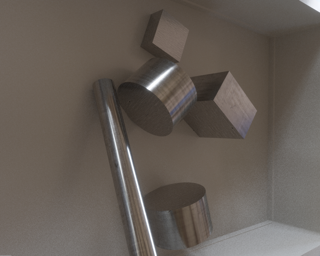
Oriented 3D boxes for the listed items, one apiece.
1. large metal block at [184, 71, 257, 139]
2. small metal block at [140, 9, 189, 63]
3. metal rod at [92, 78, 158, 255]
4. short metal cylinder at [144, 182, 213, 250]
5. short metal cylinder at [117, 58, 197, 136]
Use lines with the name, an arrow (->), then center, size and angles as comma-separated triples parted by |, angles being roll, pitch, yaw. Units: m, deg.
large metal block -> 0.075, -0.029, 0.436 | 0.080, 0.080, 0.050 | 45, 63, -31
small metal block -> 0.007, -0.120, 0.414 | 0.050, 0.025, 0.050 | 27, 73, -37
metal rod -> -0.025, 0.082, 0.298 | 0.025, 0.025, 0.299 | 4, 59, -40
short metal cylinder -> 0.023, 0.108, 0.392 | 0.081, 0.080, 0.050 | -20, 103, -39
short metal cylinder -> -0.003, -0.036, 0.370 | 0.050, 0.080, 0.080 | -48, 119, -29
